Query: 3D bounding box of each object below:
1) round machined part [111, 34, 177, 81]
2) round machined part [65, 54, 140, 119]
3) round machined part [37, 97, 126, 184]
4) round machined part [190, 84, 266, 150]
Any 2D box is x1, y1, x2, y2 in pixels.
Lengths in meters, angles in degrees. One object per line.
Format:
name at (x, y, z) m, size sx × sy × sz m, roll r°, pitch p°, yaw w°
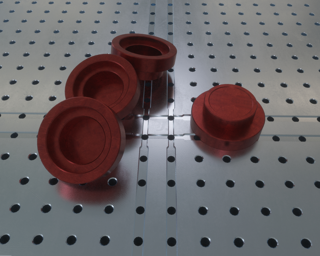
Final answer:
round machined part at (-0.026, -0.107, 0.475) m, size 0.099 × 0.042 × 0.098 m, roll 7°, pitch 35°, yaw -5°
round machined part at (-0.075, -0.049, 0.425) m, size 0.098 × 0.042 × 0.098 m, roll -3°, pitch 68°, yaw 7°
round machined part at (-0.088, 0.015, 0.364) m, size 0.098 × 0.042 × 0.098 m, roll -1°, pitch 83°, yaw 8°
round machined part at (0.091, -0.022, 0.415) m, size 0.099 × 0.042 × 0.098 m, roll 0°, pitch 50°, yaw 0°
